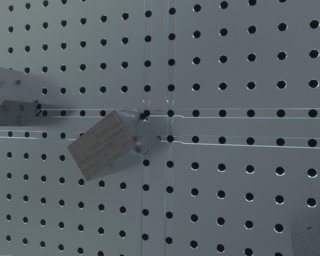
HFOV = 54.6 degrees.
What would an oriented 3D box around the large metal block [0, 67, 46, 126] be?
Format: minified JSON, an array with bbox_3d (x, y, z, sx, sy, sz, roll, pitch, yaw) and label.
[{"bbox_3d":[-0.238,-0.048,0.469,0.080,0.080,0.050,47,105,14],"label":"large metal block"}]

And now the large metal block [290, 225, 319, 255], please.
[{"bbox_3d":[0.187,0.133,0.317,0.080,0.080,0.050,-27,81,18],"label":"large metal block"}]

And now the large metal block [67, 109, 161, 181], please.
[{"bbox_3d":[-0.056,0.021,0.404,0.080,0.080,0.050,-36,79,16],"label":"large metal block"}]
